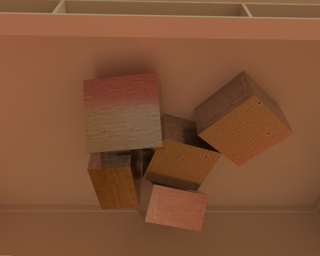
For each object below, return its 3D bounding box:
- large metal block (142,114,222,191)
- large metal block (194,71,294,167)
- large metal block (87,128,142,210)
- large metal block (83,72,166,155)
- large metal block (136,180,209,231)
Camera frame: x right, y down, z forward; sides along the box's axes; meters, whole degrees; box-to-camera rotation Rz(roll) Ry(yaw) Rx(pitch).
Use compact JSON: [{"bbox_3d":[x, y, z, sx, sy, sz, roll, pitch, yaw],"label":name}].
[{"bbox_3d":[0.027,0.035,0.422,0.081,0.050,0.079,15,129,-13],"label":"large metal block"},{"bbox_3d":[0.101,-0.009,0.385,0.080,0.050,0.080,36,121,-27],"label":"large metal block"},{"bbox_3d":[-0.056,0.051,0.414,0.050,0.080,0.080,-4,130,3],"label":"large metal block"},{"bbox_3d":[-0.038,-0.013,0.352,0.080,0.080,0.050,-5,172,5],"label":"large metal block"},{"bbox_3d":[0.014,0.108,0.455,0.081,0.080,0.050,14,86,-14],"label":"large metal block"}]
